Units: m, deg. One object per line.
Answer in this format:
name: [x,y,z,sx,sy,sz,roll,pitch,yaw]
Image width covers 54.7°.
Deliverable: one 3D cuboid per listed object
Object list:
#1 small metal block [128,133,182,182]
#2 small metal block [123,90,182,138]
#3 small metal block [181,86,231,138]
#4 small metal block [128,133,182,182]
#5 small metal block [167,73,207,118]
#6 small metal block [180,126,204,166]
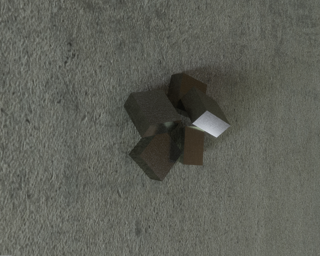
small metal block: [-0.005,0.033,0.404,0.050,0.025,0.050,-53,121,-27]
small metal block: [-0.009,-0.019,0.384,0.050,0.025,0.050,-10,59,-40]
small metal block: [0.060,-0.021,0.408,0.050,0.025,0.050,27,30,-37]
small metal block: [-0.005,0.033,0.404,0.050,0.025,0.050,-53,121,-27]
small metal block: [0.037,-0.045,0.440,0.050,0.025,0.050,18,79,-39]
small metal block: [0.043,0.024,0.426,0.025,0.050,0.050,4,87,-2]
